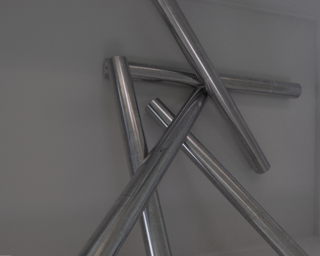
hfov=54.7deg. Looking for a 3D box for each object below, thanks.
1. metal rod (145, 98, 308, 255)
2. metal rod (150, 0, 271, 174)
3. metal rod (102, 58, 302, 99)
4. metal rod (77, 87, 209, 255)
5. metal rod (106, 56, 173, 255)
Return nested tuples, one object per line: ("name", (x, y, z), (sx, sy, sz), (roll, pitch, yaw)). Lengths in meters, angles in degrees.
("metal rod", (0.089, 0.077, 0.379), (0.025, 0.025, 0.300), (-40, 78, -16))
("metal rod", (0.074, -0.052, 0.412), (0.025, 0.025, 0.299), (-42, 113, -15))
("metal rod", (0.073, -0.066, 0.436), (0.302, 0.025, 0.025), (3, 89, -20))
("metal rod", (-0.001, 0.034, 0.315), (0.025, 0.025, 0.301), (52, 39, -13))
("metal rod", (-0.016, 0.061, 0.324), (0.025, 0.025, 0.299), (-8, 73, -20))
